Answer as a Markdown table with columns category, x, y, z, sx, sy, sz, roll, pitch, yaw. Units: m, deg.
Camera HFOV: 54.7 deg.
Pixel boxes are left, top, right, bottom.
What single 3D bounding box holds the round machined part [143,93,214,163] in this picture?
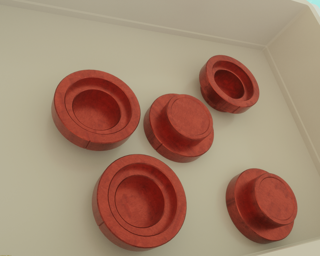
| category | x | y | z | sx | sy | sz | roll | pitch | yaw |
| --- | --- | --- | --- | --- | --- | --- | --- | --- | --- |
| round machined part | 0.031 | -0.006 | 0.415 | 0.099 | 0.042 | 0.098 | 14 | 56 | -21 |

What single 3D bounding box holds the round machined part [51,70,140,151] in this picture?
| category | x | y | z | sx | sy | sz | roll | pitch | yaw |
| --- | --- | --- | --- | --- | --- | --- | --- | --- | --- |
| round machined part | -0.076 | -0.017 | 0.364 | 0.099 | 0.042 | 0.098 | 14 | 56 | -21 |

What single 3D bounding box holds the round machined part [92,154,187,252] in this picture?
| category | x | y | z | sx | sy | sz | roll | pitch | yaw |
| --- | --- | --- | --- | --- | --- | --- | --- | --- | --- |
| round machined part | -0.025 | 0.081 | 0.332 | 0.099 | 0.042 | 0.098 | 14 | 56 | -21 |

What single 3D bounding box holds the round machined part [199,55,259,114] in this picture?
| category | x | y | z | sx | sy | sz | roll | pitch | yaw |
| --- | --- | --- | --- | --- | --- | --- | --- | --- | --- |
| round machined part | 0.104 | -0.064 | 0.489 | 0.099 | 0.042 | 0.098 | 14 | 56 | -21 |

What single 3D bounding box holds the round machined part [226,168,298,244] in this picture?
| category | x | y | z | sx | sy | sz | roll | pitch | yaw |
| --- | --- | --- | --- | --- | --- | --- | --- | --- | --- |
| round machined part | 0.140 | 0.099 | 0.410 | 0.099 | 0.042 | 0.098 | 14 | 56 | -21 |
